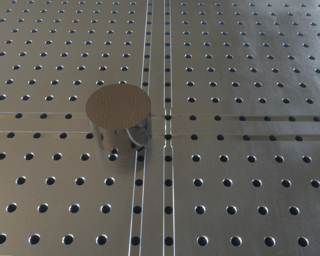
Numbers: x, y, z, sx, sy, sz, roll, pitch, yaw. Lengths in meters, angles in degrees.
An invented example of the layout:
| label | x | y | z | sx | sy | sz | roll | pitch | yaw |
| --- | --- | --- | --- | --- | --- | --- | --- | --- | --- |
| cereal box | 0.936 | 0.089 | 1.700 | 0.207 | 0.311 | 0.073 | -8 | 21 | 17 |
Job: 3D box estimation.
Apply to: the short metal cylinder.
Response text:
| label | x | y | z | sx | sy | sz | roll | pitch | yaw |
| --- | --- | --- | --- | --- | --- | --- | --- | --- | --- |
| short metal cylinder | -0.051 | -0.012 | 0.401 | 0.081 | 0.050 | 0.080 | 0 | 50 | 0 |
